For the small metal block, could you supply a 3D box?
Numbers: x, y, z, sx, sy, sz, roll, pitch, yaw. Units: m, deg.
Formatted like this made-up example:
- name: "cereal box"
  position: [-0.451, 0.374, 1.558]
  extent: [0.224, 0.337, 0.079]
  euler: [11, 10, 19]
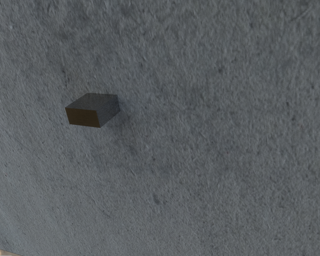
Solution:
- name: "small metal block"
  position: [-0.090, -0.025, 0.421]
  extent: [0.050, 0.050, 0.025]
  euler: [6, 121, 24]
